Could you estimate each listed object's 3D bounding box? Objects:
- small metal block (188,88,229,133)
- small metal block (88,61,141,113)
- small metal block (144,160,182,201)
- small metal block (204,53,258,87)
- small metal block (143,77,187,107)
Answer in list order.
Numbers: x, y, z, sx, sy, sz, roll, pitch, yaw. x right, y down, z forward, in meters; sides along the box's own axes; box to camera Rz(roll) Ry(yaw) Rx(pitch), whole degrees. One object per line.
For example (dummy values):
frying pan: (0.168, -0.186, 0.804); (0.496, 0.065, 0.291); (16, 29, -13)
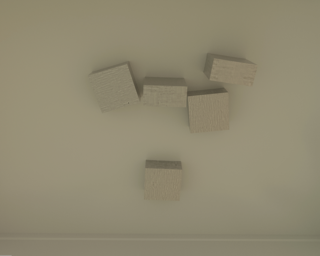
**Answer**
small metal block: (0.062, -0.023, 0.404); (0.050, 0.025, 0.050); (-6, 110, 1)
small metal block: (-0.056, -0.052, 0.391); (0.050, 0.025, 0.050); (-16, 110, 5)
small metal block: (0.004, 0.074, 0.439); (0.050, 0.025, 0.050); (3, 110, -2)
small metal block: (0.083, -0.071, 0.373); (0.050, 0.050, 0.025); (8, 110, -4)
small metal block: (0.006, -0.045, 0.381); (0.050, 0.050, 0.025); (2, 110, -1)
